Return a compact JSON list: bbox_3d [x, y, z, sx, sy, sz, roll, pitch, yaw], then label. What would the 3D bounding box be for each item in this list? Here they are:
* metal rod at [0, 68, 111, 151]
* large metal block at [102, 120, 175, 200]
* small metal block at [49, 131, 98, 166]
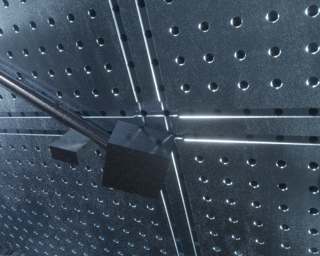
[{"bbox_3d":[-0.196,-0.047,0.485,0.301,0.025,0.025,30,128,8],"label":"metal rod"},{"bbox_3d":[-0.030,0.045,0.425,0.080,0.050,0.079,14,126,0],"label":"large metal block"},{"bbox_3d":[-0.133,0.029,0.484,0.050,0.050,0.025,11,123,22],"label":"small metal block"}]
